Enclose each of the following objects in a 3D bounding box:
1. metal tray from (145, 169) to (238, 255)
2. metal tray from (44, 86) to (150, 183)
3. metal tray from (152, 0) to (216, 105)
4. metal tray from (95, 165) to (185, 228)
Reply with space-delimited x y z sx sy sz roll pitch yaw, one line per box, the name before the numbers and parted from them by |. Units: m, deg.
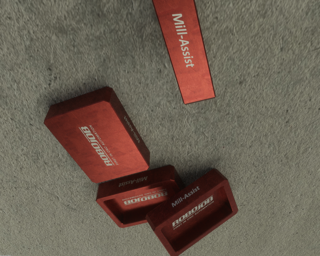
metal tray | 0.053 0.132 0.478 0.131 0.030 0.090 -32 127 -10
metal tray | -0.079 0.015 0.416 0.090 0.030 0.130 -17 129 13
metal tray | 0.019 -0.098 0.281 0.030 0.090 0.129 -13 129 11
metal tray | -0.024 0.114 0.500 0.130 0.030 0.090 -17 128 13
